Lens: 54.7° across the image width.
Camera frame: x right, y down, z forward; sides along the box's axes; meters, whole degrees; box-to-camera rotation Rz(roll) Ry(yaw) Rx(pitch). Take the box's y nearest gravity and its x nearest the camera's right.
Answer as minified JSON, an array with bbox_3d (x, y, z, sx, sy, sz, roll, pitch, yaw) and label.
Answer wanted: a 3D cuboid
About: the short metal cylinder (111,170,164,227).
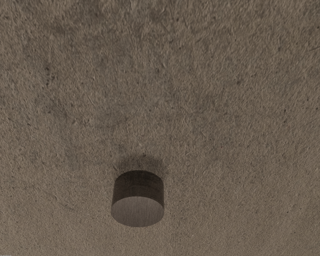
[{"bbox_3d":[-0.034,0.112,0.485,0.081,0.050,0.079,0,130,0],"label":"short metal cylinder"}]
